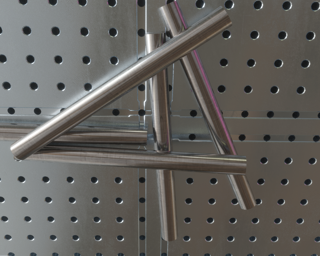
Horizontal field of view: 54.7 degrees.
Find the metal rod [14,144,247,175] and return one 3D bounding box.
[{"bbox_3d":[-0.043,0.039,0.406,0.302,0.025,0.025,3,110,6],"label":"metal rod"}]

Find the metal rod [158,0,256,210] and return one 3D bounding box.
[{"bbox_3d":[0.069,-0.016,0.408,0.025,0.025,0.299,-23,109,8],"label":"metal rod"}]

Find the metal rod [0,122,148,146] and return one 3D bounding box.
[{"bbox_3d":[-0.168,0.007,0.413,0.302,0.025,0.025,2,110,-2],"label":"metal rod"}]

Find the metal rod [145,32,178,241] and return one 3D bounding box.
[{"bbox_3d":[0.005,0.026,0.422,0.025,0.025,0.298,-4,110,1],"label":"metal rod"}]

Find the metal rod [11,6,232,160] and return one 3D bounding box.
[{"bbox_3d":[-0.053,-0.047,0.367,0.300,0.025,0.025,-31,108,10],"label":"metal rod"}]
